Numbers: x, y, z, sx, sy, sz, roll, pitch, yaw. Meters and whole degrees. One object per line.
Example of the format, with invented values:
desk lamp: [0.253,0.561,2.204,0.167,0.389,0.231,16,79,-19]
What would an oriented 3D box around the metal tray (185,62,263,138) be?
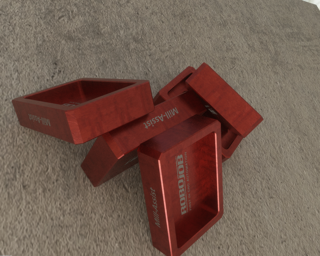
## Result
metal tray: [0.076,-0.034,0.397,0.090,0.030,0.130,44,6,1]

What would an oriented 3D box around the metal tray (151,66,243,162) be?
metal tray: [0.062,-0.020,0.450,0.130,0.030,0.090,44,51,2]

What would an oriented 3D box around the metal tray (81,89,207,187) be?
metal tray: [-0.017,0.010,0.349,0.131,0.090,0.030,-28,78,-38]

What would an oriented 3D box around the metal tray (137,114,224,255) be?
metal tray: [0.027,0.061,0.328,0.091,0.030,0.129,-28,122,-37]

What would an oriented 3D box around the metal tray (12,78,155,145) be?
metal tray: [-0.081,-0.024,0.317,0.091,0.130,0.030,-27,116,-38]
